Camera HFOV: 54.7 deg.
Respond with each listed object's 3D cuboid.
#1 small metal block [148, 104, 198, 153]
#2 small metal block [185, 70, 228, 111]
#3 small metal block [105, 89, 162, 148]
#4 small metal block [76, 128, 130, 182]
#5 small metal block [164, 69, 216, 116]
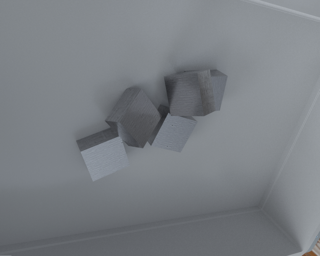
[{"bbox_3d":[0.014,0.002,0.417,0.050,0.025,0.050,15,111,-35],"label":"small metal block"},{"bbox_3d":[0.057,-0.049,0.409,0.050,0.025,0.050,-7,122,-25],"label":"small metal block"},{"bbox_3d":[-0.030,-0.012,0.370,0.050,0.025,0.050,53,56,-39],"label":"small metal block"},{"bbox_3d":[-0.071,0.032,0.390,0.050,0.025,0.050,-22,127,-15],"label":"small metal block"},{"bbox_3d":[0.036,-0.042,0.373,0.025,0.050,0.050,-24,109,-44],"label":"small metal block"}]
